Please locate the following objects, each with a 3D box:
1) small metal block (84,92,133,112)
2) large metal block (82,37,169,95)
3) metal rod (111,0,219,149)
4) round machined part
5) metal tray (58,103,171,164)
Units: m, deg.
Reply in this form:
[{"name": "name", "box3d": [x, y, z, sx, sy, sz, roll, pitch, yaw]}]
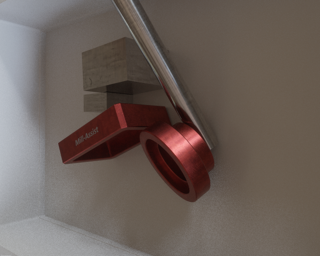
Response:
[{"name": "small metal block", "box3d": [-0.075, -0.036, 0.450, 0.050, 0.050, 0.025, 0, 90, 40]}, {"name": "large metal block", "box3d": [-0.043, -0.076, 0.404, 0.080, 0.081, 0.050, -5, 87, 39]}, {"name": "metal rod", "box3d": [-0.019, -0.103, 0.326, 0.025, 0.025, 0.299, -20, 108, 38]}, {"name": "round machined part", "box3d": [0.023, 0.032, 0.353, 0.098, 0.042, 0.098, 45, 159, 24]}, {"name": "metal tray", "box3d": [-0.061, 0.010, 0.412, 0.130, 0.091, 0.030, -29, 72, 36]}]
